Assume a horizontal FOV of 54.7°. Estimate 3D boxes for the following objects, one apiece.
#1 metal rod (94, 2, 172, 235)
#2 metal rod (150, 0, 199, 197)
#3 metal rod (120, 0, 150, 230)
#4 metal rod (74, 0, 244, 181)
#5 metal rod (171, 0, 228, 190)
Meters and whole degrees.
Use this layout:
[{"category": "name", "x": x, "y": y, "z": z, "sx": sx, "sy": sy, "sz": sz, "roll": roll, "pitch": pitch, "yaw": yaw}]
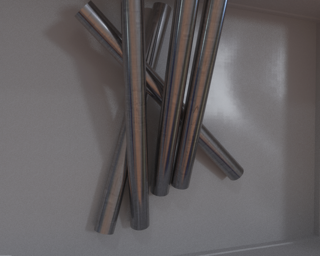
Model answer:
[{"category": "metal rod", "x": -0.033, "y": -0.016, "z": 0.398, "sx": 0.025, "sy": 0.025, "sz": 0.299, "roll": 16, "pitch": 85, "yaw": -19}, {"category": "metal rod", "x": 0.017, "y": -0.052, "z": 0.353, "sx": 0.025, "sy": 0.025, "sz": 0.298, "roll": -2, "pitch": 115, "yaw": -20}, {"category": "metal rod", "x": -0.028, "y": -0.017, "z": 0.358, "sx": 0.025, "sy": 0.025, "sz": 0.298, "roll": -7, "pitch": 109, "yaw": -20}, {"category": "metal rod", "x": 0.014, "y": -0.032, "z": 0.393, "sx": 0.300, "sy": 0.025, "sz": 0.025, "roll": 45, "pitch": 76, "yaw": -23}, {"category": "metal rod", "x": 0.048, "y": -0.061, "z": 0.357, "sx": 0.025, "sy": 0.025, "sz": 0.298, "roll": 0, "pitch": 114, "yaw": -20}]
